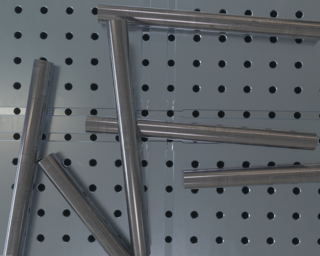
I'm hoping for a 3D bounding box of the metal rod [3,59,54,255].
[{"bbox_3d":[-0.178,0.059,0.412,0.025,0.025,0.298,9,90,0],"label":"metal rod"}]

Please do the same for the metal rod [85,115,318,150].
[{"bbox_3d":[0.054,0.006,0.413,0.302,0.025,0.025,4,90,0],"label":"metal rod"}]

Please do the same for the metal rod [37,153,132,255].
[{"bbox_3d":[-0.060,0.159,0.413,0.025,0.025,0.300,-38,90,0],"label":"metal rod"}]

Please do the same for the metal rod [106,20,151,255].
[{"bbox_3d":[-0.038,0.021,0.390,0.025,0.025,0.298,-5,99,0],"label":"metal rod"}]

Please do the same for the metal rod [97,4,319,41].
[{"bbox_3d":[0.070,-0.141,0.413,0.302,0.025,0.025,4,90,0],"label":"metal rod"}]

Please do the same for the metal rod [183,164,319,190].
[{"bbox_3d":[0.182,0.062,0.414,0.302,0.025,0.025,-3,90,0],"label":"metal rod"}]
